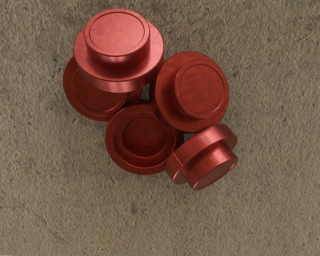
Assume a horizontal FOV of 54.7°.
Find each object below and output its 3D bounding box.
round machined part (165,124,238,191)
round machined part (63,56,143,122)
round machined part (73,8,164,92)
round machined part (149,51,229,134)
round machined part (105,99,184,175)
[{"bbox_3d":[0.058,0.043,0.389,0.098,0.098,0.042,-41,65,13],"label":"round machined part"},{"bbox_3d":[-0.071,-0.053,0.383,0.099,0.042,0.097,0,110,-1],"label":"round machined part"},{"bbox_3d":[-0.045,-0.090,0.337,0.099,0.098,0.042,1,152,-1],"label":"round machined part"},{"bbox_3d":[0.040,-0.043,0.364,0.099,0.042,0.097,1,86,-21],"label":"round machined part"},{"bbox_3d":[-0.019,0.009,0.405,0.099,0.042,0.097,0,110,-1],"label":"round machined part"}]
